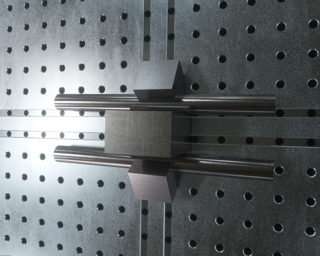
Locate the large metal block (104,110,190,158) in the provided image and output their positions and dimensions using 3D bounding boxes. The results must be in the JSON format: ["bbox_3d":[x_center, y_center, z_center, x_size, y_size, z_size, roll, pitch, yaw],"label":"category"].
[{"bbox_3d":[-0.012,0.006,0.383,0.080,0.080,0.050,2,91,20],"label":"large metal block"}]

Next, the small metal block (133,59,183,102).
[{"bbox_3d":[-0.001,-0.060,0.397,0.050,0.025,0.050,1,56,19],"label":"small metal block"}]

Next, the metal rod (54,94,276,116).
[{"bbox_3d":[-0.007,-0.032,0.410,0.301,0.025,0.025,2,91,19],"label":"metal rod"}]

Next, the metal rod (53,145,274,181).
[{"bbox_3d":[-0.009,0.044,0.412,0.301,0.025,0.025,2,91,19],"label":"metal rod"}]

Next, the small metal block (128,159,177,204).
[{"bbox_3d":[-0.009,0.068,0.399,0.050,0.025,0.050,3,129,19],"label":"small metal block"}]
